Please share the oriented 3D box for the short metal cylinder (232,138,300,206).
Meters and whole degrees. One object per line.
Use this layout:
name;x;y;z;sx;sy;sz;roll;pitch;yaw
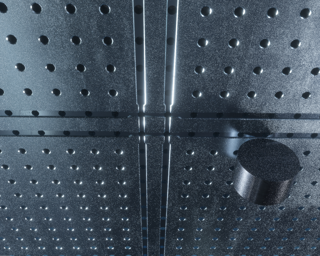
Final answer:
short metal cylinder;0.144;0.059;0.429;0.081;0.080;0.050;0;130;-1
